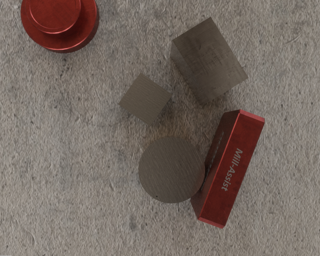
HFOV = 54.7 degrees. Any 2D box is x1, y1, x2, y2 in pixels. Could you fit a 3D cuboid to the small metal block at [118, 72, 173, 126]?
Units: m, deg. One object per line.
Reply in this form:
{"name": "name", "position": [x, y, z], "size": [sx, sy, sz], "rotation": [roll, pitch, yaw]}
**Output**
{"name": "small metal block", "position": [-0.019, -0.037, 0.410], "size": [0.050, 0.025, 0.050], "rotation": [35, 90, 0]}

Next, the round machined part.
{"name": "round machined part", "position": [-0.131, -0.150, 0.400], "size": [0.099, 0.042, 0.097], "rotation": [0, 90, 0]}

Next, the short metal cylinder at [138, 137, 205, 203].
{"name": "short metal cylinder", "position": [0.014, 0.051, 0.398], "size": [0.081, 0.050, 0.080], "rotation": [0, 90, 0]}

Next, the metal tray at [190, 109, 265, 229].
{"name": "metal tray", "position": [0.078, 0.044, 0.378], "size": [0.030, 0.090, 0.129], "rotation": [21, 90, 0]}

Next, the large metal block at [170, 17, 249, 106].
{"name": "large metal block", "position": [0.056, -0.077, 0.383], "size": [0.050, 0.080, 0.080], "rotation": [-32, 90, 0]}
